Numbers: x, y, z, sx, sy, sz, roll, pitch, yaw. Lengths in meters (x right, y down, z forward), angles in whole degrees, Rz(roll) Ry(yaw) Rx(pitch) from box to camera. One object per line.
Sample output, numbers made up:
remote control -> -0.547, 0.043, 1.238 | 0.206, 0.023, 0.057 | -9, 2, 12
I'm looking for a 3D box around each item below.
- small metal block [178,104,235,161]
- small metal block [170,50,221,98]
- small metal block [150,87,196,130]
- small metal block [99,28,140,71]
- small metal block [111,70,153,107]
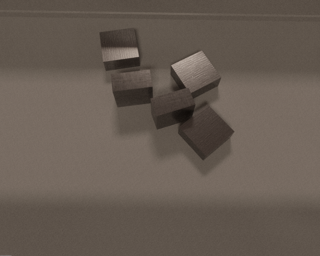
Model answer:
small metal block -> 0.060, 0.006, 0.408 | 0.050, 0.025, 0.050 | -38, 75, -13
small metal block -> 0.050, -0.074, 0.437 | 0.050, 0.025, 0.050 | -28, 73, -10
small metal block -> 0.016, -0.024, 0.405 | 0.050, 0.050, 0.025 | -17, 71, -6
small metal block -> -0.058, -0.114, 0.451 | 0.050, 0.025, 0.050 | -9, 70, -4
small metal block -> -0.036, -0.052, 0.415 | 0.050, 0.050, 0.025 | -8, 71, -3
